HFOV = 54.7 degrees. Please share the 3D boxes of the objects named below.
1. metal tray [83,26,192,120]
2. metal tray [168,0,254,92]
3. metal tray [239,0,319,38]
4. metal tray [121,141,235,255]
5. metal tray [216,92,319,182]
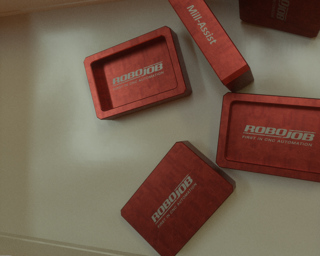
[{"bbox_3d":[-0.032,-0.070,0.417,0.130,0.030,0.090,-16,85,18],"label":"metal tray"},{"bbox_3d":[0.057,-0.105,0.355,0.030,0.090,0.130,-34,79,17],"label":"metal tray"},{"bbox_3d":[0.126,-0.141,0.308,0.090,0.130,0.030,21,87,18],"label":"metal tray"},{"bbox_3d":[0.022,0.092,0.400,0.090,0.030,0.130,41,103,15],"label":"metal tray"},{"bbox_3d":[0.136,0.009,0.359,0.130,0.030,0.089,7,92,19],"label":"metal tray"}]
